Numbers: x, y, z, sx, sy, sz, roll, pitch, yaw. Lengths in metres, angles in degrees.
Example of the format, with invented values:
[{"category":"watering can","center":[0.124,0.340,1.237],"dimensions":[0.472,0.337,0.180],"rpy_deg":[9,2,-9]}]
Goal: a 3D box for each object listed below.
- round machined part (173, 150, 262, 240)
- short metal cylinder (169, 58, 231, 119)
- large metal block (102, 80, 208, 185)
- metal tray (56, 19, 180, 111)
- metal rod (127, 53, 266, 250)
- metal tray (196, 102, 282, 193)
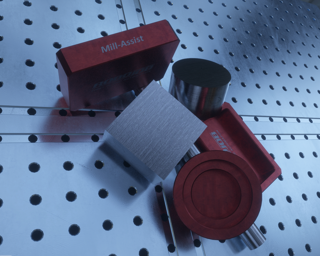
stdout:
[{"category":"round machined part","center":[0.064,0.077,0.362],"dimensions":[0.099,0.042,0.098],"rpy_deg":[0,78,1]},{"category":"short metal cylinder","center":[0.053,-0.056,0.432],"dimensions":[0.081,0.050,0.080],"rpy_deg":[5,39,-4]},{"category":"large metal block","center":[-0.008,0.006,0.356],"dimensions":[0.080,0.050,0.080],"rpy_deg":[41,69,-1]},{"category":"metal tray","center":[-0.049,-0.071,0.361],"dimensions":[0.131,0.090,0.030],"rpy_deg":[-23,76,-21]},{"category":"metal rod","center":[0.033,0.023,0.407],"dimensions":[0.025,0.025,0.299],"rpy_deg":[-28,77,-37]},{"category":"metal tray","center":[0.100,0.034,0.433],"dimensions":[0.091,0.030,0.130],"rpy_deg":[-28,77,-37]}]
